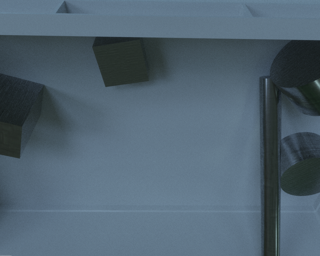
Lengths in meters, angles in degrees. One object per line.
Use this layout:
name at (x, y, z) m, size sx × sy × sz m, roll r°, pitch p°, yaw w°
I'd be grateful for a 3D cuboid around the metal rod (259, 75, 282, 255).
metal rod at (0.144, 0.082, 0.404) m, size 0.025 × 0.025 × 0.298 m, roll -5°, pitch 106°, yaw 3°

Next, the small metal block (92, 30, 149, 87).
small metal block at (-0.041, -0.076, 0.343) m, size 0.050 × 0.025 × 0.050 m, roll -7°, pitch 130°, yaw 6°

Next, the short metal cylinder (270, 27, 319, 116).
short metal cylinder at (0.166, -0.059, 0.325) m, size 0.080 × 0.080 × 0.050 m, roll -37°, pitch 122°, yaw 26°

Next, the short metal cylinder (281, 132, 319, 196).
short metal cylinder at (0.204, 0.052, 0.440) m, size 0.081 × 0.050 × 0.079 m, roll 0°, pitch 130°, yaw 0°

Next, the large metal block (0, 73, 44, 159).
large metal block at (-0.188, -0.019, 0.354) m, size 0.081 × 0.080 × 0.050 m, roll 14°, pitch 129°, yaw -12°
